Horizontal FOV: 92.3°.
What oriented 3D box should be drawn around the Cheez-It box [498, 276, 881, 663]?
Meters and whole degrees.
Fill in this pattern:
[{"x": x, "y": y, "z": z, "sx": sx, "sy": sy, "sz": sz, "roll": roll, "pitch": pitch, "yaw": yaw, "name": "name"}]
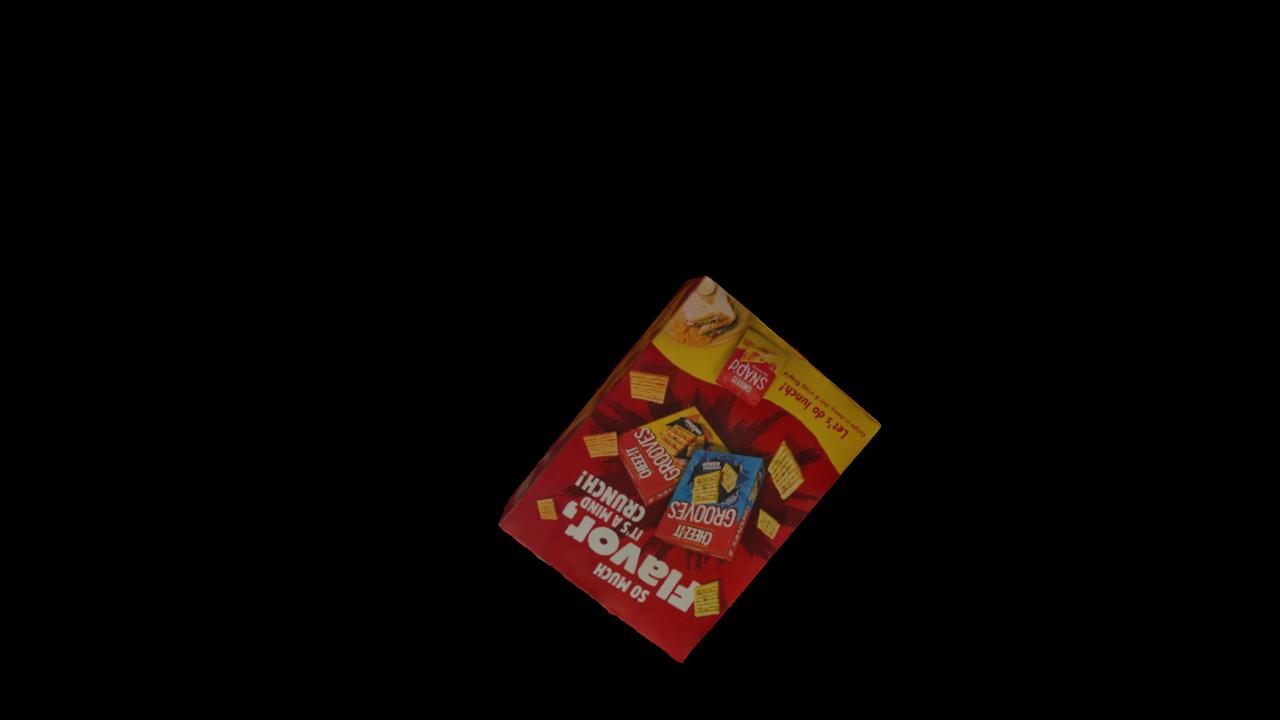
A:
[{"x": 0.034, "y": 0.076, "z": 0.445, "sx": 0.166, "sy": 0.223, "sz": 0.071, "roll": 39, "pitch": 0, "yaw": -7, "name": "Cheez-It box"}]
